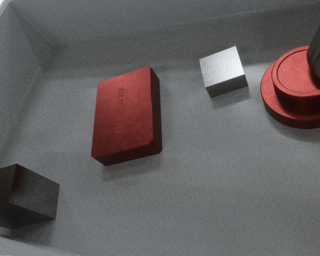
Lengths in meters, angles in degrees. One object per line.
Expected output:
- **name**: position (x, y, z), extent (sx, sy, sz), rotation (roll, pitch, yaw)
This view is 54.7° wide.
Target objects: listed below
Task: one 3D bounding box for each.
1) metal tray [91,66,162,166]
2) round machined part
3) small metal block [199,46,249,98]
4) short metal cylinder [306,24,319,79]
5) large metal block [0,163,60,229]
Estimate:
- **metal tray**: position (-0.046, -0.018, 0.436), extent (0.090, 0.030, 0.130), rotation (-15, 56, 19)
- **round machined part**: position (0.162, -0.051, 0.341), extent (0.098, 0.042, 0.098), rotation (-13, 56, 21)
- **small metal block**: position (0.083, -0.073, 0.406), extent (0.050, 0.025, 0.050), rotation (-18, 55, 17)
- **short metal cylinder**: position (0.189, -0.080, 0.292), extent (0.080, 0.050, 0.080), rotation (-1, 58, 2)
- **large metal block**: position (-0.196, 0.094, 0.413), extent (0.080, 0.080, 0.050), rotation (-17, 55, 18)
